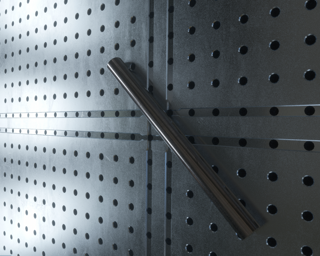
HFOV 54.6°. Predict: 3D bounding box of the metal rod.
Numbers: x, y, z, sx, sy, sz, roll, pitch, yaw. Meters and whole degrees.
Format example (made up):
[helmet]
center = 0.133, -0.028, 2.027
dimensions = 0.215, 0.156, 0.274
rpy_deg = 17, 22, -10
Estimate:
[metal rod]
center = 0.015, 0.008, 0.398
dimensions = 0.300, 0.025, 0.025
rpy_deg = 51, 120, 27
